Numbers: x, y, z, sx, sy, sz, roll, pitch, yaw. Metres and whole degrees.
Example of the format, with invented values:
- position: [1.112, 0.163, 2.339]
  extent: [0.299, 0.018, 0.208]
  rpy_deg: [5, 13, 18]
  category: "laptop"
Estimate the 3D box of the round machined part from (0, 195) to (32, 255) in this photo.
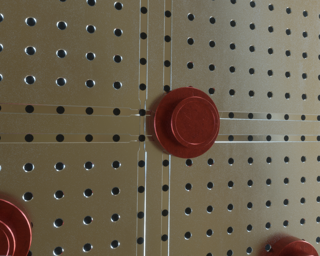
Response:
- position: [-0.192, 0.123, 0.333]
  extent: [0.099, 0.042, 0.097]
  rpy_deg: [0, 90, -21]
  category: "round machined part"

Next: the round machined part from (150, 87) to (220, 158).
- position: [0.039, -0.007, 0.419]
  extent: [0.099, 0.042, 0.097]
  rpy_deg: [0, 90, -21]
  category: "round machined part"

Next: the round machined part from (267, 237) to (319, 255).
- position: [0.216, 0.226, 0.486]
  extent: [0.099, 0.042, 0.097]
  rpy_deg: [0, 90, -21]
  category: "round machined part"
